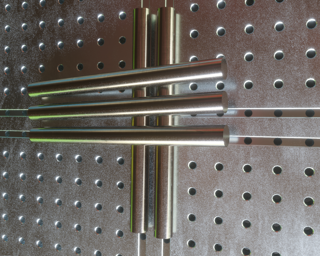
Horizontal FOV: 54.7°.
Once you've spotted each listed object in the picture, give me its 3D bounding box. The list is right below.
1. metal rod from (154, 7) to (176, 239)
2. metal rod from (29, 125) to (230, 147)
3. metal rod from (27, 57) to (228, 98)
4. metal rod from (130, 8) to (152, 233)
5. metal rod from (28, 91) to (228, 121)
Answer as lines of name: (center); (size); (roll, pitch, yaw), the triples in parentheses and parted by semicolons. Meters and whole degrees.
metal rod: (0.007, -0.006, 0.410); (0.025, 0.025, 0.298); (1, 90, 19)
metal rod: (-0.060, 0.010, 0.410); (0.300, 0.025, 0.025); (0, 90, 28)
metal rod: (-0.062, -0.062, 0.411); (0.300, 0.025, 0.025); (-2, 90, 27)
metal rod: (-0.026, -0.010, 0.421); (0.025, 0.025, 0.298); (1, 90, 19)
metal rod: (-0.061, -0.026, 0.411); (0.300, 0.025, 0.025); (-1, 90, 27)
